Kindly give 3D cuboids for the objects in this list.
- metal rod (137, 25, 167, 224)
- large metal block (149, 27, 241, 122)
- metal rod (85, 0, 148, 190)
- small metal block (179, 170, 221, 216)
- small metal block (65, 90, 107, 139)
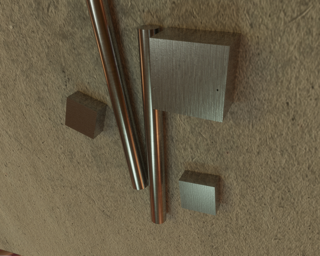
[{"bbox_3d":[-0.007,0.016,0.419,0.025,0.025,0.298,11,123,22],"label":"metal rod"},{"bbox_3d":[0.037,-0.060,0.333,0.080,0.050,0.079,12,124,21],"label":"large metal block"},{"bbox_3d":[-0.054,-0.044,0.406,0.025,0.025,0.298,4,121,26],"label":"metal rod"},{"bbox_3d":[0.056,0.090,0.432,0.050,0.025,0.050,7,121,24],"label":"small metal block"},{"bbox_3d":[-0.108,-0.019,0.450,0.050,0.025,0.050,26,127,12],"label":"small metal block"}]
